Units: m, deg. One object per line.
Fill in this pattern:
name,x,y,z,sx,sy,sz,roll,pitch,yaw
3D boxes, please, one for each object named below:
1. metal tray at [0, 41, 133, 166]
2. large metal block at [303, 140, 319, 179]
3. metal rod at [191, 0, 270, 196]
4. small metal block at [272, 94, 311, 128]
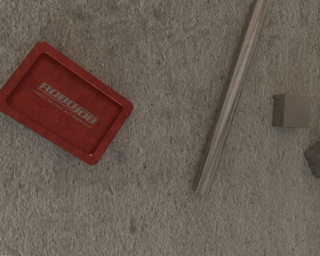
metal tray,-0.110,-0.026,0.366,0.130,0.030,0.090,35,78,-17
large metal block,0.295,0.043,0.491,0.080,0.080,0.050,-30,100,-18
metal rod,0.104,-0.050,0.449,0.025,0.025,0.299,22,83,-19
small metal block,0.207,-0.026,0.487,0.050,0.025,0.050,4,89,-20
